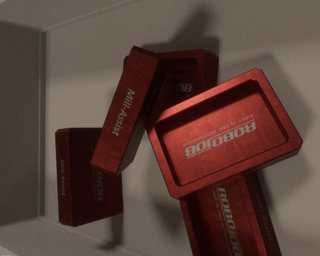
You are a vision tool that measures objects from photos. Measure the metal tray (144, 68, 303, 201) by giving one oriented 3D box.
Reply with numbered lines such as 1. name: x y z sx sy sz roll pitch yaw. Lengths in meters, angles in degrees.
1. metal tray: 0.059 0.008 0.312 0.130 0.030 0.090 -25 67 9

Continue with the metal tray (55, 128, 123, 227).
1. metal tray: -0.099 0.065 0.443 0.030 0.091 0.129 -6 86 40

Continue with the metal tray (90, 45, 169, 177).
1. metal tray: -0.030 -0.019 0.347 0.030 0.090 0.129 22 96 4

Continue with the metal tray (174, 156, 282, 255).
1. metal tray: 0.073 0.104 0.342 0.090 0.030 0.129 -22 76 37

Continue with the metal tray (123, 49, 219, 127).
1. metal tray: 0.007 -0.049 0.395 0.130 0.030 0.089 6 94 39
